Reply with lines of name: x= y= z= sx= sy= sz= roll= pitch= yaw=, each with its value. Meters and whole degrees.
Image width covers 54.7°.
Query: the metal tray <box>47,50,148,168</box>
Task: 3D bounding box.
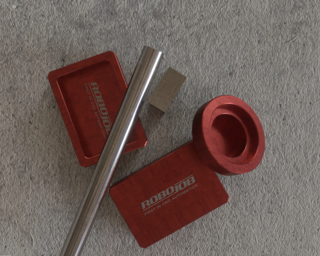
metal tray: x=-0.079 y=-0.024 z=0.406 sx=0.090 sy=0.030 sz=0.129 roll=-20 pitch=90 yaw=-1

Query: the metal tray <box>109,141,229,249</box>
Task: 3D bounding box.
metal tray: x=0.012 y=0.085 z=0.408 sx=0.130 sy=0.030 sz=0.090 roll=-29 pitch=90 yaw=-1

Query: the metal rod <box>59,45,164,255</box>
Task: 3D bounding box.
metal rod: x=-0.065 y=0.045 z=0.379 sx=0.025 sy=0.025 sz=0.298 roll=23 pitch=98 yaw=-1

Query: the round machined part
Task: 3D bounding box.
round machined part: x=0.080 y=0.012 z=0.388 sx=0.099 sy=0.042 sz=0.098 roll=10 pitch=70 yaw=-27

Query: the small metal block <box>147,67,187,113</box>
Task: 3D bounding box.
small metal block: x=0.009 y=-0.046 z=0.398 sx=0.025 sy=0.050 sz=0.050 roll=32 pitch=90 yaw=0
